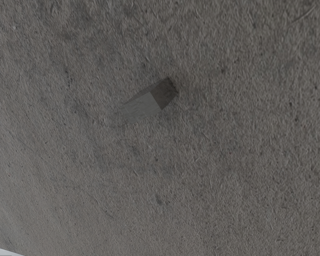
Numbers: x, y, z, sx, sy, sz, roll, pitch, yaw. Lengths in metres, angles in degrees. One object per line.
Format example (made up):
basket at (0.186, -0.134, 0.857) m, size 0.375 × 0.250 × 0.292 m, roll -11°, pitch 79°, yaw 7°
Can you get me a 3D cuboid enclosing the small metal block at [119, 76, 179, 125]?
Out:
small metal block at (-0.013, -0.034, 0.377) m, size 0.050 × 0.050 × 0.025 m, roll -23°, pitch 106°, yaw 36°
